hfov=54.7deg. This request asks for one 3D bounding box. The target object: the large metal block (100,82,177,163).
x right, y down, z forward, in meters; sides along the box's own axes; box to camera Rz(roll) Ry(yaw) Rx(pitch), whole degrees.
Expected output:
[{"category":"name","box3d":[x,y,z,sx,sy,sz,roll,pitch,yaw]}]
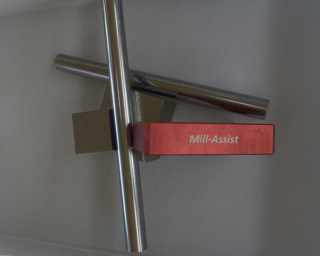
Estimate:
[{"category":"large metal block","box3d":[-0.034,-0.008,0.407,0.080,0.050,0.080,19,96,18]}]

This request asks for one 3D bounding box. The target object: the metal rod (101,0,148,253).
[{"category":"metal rod","box3d":[-0.043,-0.006,0.370,0.025,0.025,0.298,-7,88,19]}]

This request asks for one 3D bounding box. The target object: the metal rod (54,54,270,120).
[{"category":"metal rod","box3d":[-0.011,-0.060,0.413,0.301,0.025,0.025,16,95,18]}]

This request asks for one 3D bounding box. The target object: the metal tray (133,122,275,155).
[{"category":"metal tray","box3d":[0.041,0.009,0.331,0.131,0.090,0.030,1,91,-12]}]

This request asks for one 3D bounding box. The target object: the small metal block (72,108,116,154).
[{"category":"small metal block","box3d":[-0.078,0.004,0.382,0.050,0.025,0.050,-7,87,19]}]
